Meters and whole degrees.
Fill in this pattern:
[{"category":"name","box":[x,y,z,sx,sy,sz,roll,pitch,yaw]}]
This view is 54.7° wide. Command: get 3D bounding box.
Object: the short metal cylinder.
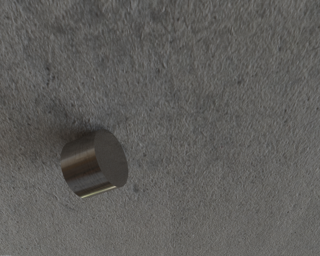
[{"category":"short metal cylinder","box":[-0.084,0.047,0.410,0.050,0.080,0.080,-21,127,17]}]
